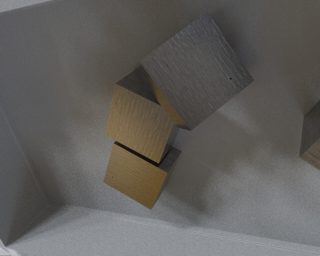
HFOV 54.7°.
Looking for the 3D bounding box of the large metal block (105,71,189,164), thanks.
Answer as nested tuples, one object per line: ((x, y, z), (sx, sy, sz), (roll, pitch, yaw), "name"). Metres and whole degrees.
((-0.016, -0.015, 0.390), (0.080, 0.050, 0.079), (27, 128, 11), "large metal block")

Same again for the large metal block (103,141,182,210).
((-0.026, 0.056, 0.439), (0.080, 0.050, 0.079), (28, 128, 10), "large metal block")

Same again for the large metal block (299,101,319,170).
((0.182, 0.012, 0.285), (0.080, 0.080, 0.050), (33, 129, 6), "large metal block")

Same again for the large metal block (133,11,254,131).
((0.032, -0.055, 0.314), (0.080, 0.050, 0.080), (-38, 100, -7), "large metal block")
